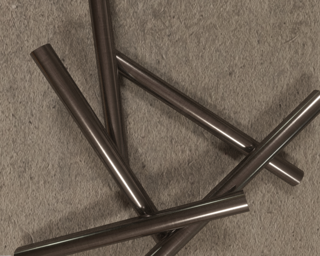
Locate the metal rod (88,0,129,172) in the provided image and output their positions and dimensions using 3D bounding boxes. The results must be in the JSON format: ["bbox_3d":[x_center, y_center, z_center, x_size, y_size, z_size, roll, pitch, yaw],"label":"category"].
[{"bbox_3d":[-0.066,-0.084,0.384,0.025,0.025,0.298,-6,100,0],"label":"metal rod"}]

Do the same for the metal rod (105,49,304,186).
[{"bbox_3d":[0.057,-0.015,0.410,0.301,0.025,0.025,33,90,-1],"label":"metal rod"}]

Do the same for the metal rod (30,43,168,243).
[{"bbox_3d":[-0.059,0.037,0.378,0.025,0.025,0.299,-31,103,0],"label":"metal rod"}]

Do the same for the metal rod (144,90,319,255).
[{"bbox_3d":[0.095,0.065,0.384,0.300,0.025,0.025,-44,91,-2],"label":"metal rod"}]

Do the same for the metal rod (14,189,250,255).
[{"bbox_3d":[-0.044,0.125,0.378,0.301,0.025,0.025,-18,90,12],"label":"metal rod"}]
